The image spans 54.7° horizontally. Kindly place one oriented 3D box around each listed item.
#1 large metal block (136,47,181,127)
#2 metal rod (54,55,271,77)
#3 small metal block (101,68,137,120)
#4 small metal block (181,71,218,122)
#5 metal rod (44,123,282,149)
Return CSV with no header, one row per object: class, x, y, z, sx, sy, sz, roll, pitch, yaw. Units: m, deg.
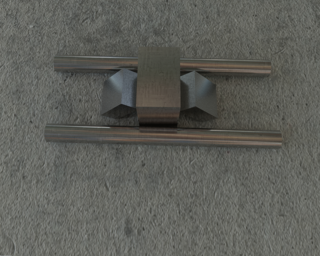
large metal block,-0.002,-0.048,0.400,0.050,0.080,0.080,1,70,0
metal rod,0.004,-0.088,0.442,0.302,0.025,0.025,1,70,0
small metal block,-0.053,-0.044,0.410,0.025,0.050,0.050,16,65,-37
small metal block,0.051,-0.040,0.410,0.025,0.050,0.050,-17,64,39
metal rod,0.004,0.011,0.405,0.302,0.025,0.025,2,70,0
